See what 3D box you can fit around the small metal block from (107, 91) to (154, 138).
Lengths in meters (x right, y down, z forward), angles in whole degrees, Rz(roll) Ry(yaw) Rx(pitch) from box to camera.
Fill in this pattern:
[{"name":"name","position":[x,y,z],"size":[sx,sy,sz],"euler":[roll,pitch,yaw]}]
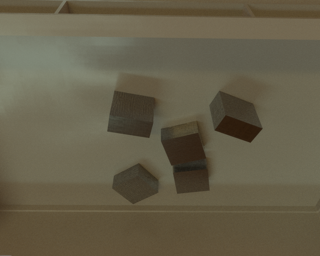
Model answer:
[{"name":"small metal block","position":[-0.035,-0.017,0.377],"size":[0.050,0.050,0.025],"euler":[9,130,-8]}]

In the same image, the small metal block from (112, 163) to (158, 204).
[{"name":"small metal block","position":[-0.038,0.088,0.483],"size":[0.050,0.025,0.050],"euler":[-29,125,22]}]

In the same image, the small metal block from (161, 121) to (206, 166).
[{"name":"small metal block","position":[0.033,0.022,0.428],"size":[0.050,0.025,0.050],"euler":[-13,129,11]}]

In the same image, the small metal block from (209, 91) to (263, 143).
[{"name":"small metal block","position":[0.092,-0.014,0.381],"size":[0.050,0.050,0.025],"euler":[18,128,-15]}]

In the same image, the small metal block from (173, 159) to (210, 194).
[{"name":"small metal block","position":[0.047,0.072,0.471],"size":[0.050,0.025,0.050],"euler":[-7,130,6]}]
